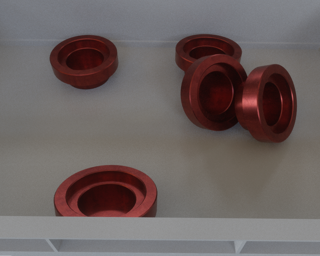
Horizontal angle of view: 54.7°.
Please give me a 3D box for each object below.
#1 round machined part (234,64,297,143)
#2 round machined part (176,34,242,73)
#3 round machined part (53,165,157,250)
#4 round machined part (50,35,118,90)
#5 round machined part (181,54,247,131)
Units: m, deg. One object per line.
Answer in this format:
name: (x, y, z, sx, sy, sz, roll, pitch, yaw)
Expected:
round machined part: (0.133, -0.030, 0.398, 0.042, 0.098, 0.098, -1, 38, 48)
round machined part: (0.073, -0.103, 0.476, 0.099, 0.042, 0.098, 0, 42, 0)
round machined part: (-0.052, 0.081, 0.310, 0.099, 0.042, 0.098, 2, 25, -1)
round machined part: (-0.113, -0.097, 0.474, 0.099, 0.042, 0.098, 0, 50, 0)
round machined part: (0.068, -0.047, 0.410, 0.099, 0.098, 0.042, -30, 20, -23)
